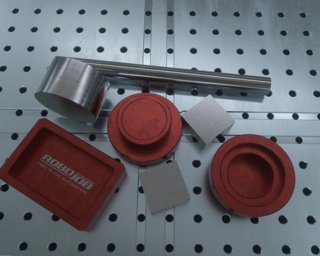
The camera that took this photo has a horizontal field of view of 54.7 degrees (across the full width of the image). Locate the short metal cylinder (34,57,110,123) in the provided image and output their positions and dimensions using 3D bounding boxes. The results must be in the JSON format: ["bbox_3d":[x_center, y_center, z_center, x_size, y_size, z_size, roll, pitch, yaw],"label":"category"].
[{"bbox_3d":[-0.111,-0.047,0.399,0.080,0.080,0.050,17,71,6],"label":"short metal cylinder"}]

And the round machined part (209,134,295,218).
[{"bbox_3d":[0.109,0.060,0.381,0.099,0.042,0.098,0,70,0],"label":"round machined part"}]

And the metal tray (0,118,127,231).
[{"bbox_3d":[-0.119,0.056,0.387,0.130,0.030,0.090,29,73,10],"label":"metal tray"}]

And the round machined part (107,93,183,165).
[{"bbox_3d":[-0.020,-0.004,0.403,0.099,0.042,0.098,0,67,0],"label":"round machined part"}]

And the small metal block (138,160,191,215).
[{"bbox_3d":[0.005,0.074,0.385,0.050,0.025,0.050,-18,71,-7],"label":"small metal block"}]

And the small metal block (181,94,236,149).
[{"bbox_3d":[0.063,-0.008,0.415,0.050,0.025,0.050,-36,74,-12],"label":"small metal block"}]

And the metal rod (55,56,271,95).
[{"bbox_3d":[0.002,-0.075,0.438,0.302,0.025,0.025,6,70,2],"label":"metal rod"}]
